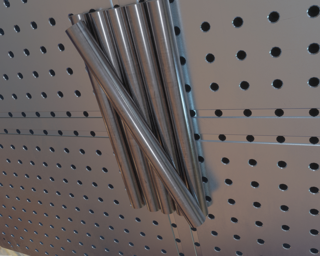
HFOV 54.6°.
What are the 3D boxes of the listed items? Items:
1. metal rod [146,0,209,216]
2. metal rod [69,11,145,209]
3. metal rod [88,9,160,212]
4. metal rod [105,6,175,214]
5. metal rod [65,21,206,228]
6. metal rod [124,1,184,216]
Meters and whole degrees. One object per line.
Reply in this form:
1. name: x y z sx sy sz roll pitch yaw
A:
1. metal rod: 0.028 -0.006 0.394 0.025 0.025 0.298 1 119 28
2. metal rod: -0.066 -0.008 0.441 0.025 0.025 0.298 1 119 28
3. metal rod: -0.040 -0.006 0.428 0.025 0.025 0.298 1 119 28
4. metal rod: -0.018 -0.006 0.417 0.025 0.025 0.298 1 119 28
5. metal rod: -0.023 0.006 0.395 0.025 0.025 0.299 -21 107 36
6. metal rod: 0.005 -0.006 0.406 0.025 0.025 0.298 1 119 28
